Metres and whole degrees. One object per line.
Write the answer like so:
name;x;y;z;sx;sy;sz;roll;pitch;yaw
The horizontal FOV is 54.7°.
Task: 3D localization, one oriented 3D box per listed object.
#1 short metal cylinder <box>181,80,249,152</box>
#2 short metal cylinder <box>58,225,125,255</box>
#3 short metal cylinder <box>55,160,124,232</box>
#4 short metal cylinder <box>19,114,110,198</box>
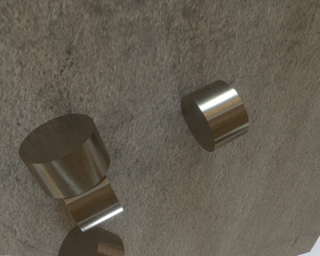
short metal cylinder;0.069;-0.016;0.401;0.050;0.080;0.080;-27;128;-12
short metal cylinder;-0.097;0.179;0.431;0.080;0.080;0.050;-47;130;4
short metal cylinder;-0.084;0.077;0.374;0.050;0.080;0.080;-26;128;-13
short metal cylinder;-0.100;0.028;0.334;0.080;0.080;0.050;-26;126;-13
